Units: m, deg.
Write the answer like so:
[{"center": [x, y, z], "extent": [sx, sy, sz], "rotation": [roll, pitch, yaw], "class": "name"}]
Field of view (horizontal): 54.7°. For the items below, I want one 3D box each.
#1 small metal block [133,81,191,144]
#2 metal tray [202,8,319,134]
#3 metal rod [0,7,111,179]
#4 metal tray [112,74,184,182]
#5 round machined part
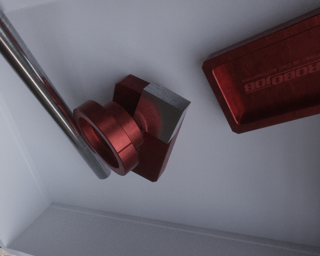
[{"center": [0.000, -0.018, 0.357], "extent": [0.050, 0.025, 0.050], "rotation": [30, 128, 8], "class": "small metal block"}, {"center": [0.119, -0.052, 0.309], "extent": [0.130, 0.030, 0.090], "rotation": [-17, 110, 34], "class": "metal tray"}, {"center": [-0.121, -0.015, 0.384], "extent": [0.025, 0.025, 0.299], "rotation": [11, 148, 22], "class": "metal rod"}, {"center": [-0.024, 0.004, 0.419], "extent": [0.090, 0.030, 0.129], "rotation": [26, 128, 11], "class": "metal tray"}, {"center": [-0.057, 0.007, 0.373], "extent": [0.098, 0.042, 0.098], "rotation": [41, 155, 24], "class": "round machined part"}]
